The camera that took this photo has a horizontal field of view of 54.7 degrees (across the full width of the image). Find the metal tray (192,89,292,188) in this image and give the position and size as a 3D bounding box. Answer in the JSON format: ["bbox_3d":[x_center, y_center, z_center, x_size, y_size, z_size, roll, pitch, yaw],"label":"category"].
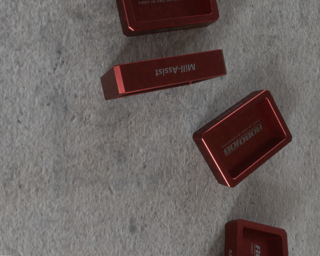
[{"bbox_3d":[0.123,0.013,0.453,0.131,0.030,0.090,-34,101,-17],"label":"metal tray"}]

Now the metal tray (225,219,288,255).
[{"bbox_3d":[0.135,0.202,0.431,0.091,0.030,0.130,18,60,-18],"label":"metal tray"}]

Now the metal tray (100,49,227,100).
[{"bbox_3d":[0.002,-0.063,0.375,0.131,0.090,0.030,-13,95,-20],"label":"metal tray"}]

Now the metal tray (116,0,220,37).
[{"bbox_3d":[0.008,-0.176,0.409,0.131,0.030,0.089,-14,95,-20],"label":"metal tray"}]
